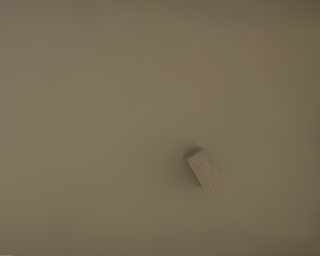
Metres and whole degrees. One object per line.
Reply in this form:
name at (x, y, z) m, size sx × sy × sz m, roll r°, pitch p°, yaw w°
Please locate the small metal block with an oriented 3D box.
small metal block at (0.056, 0.054, 0.400) m, size 0.025 × 0.050 × 0.050 m, roll -30°, pitch 90°, yaw 0°
